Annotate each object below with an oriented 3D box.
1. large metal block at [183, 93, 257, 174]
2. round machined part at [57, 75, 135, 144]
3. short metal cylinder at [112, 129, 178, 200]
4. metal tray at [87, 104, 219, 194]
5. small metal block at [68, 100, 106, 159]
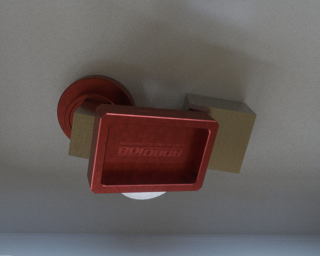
[{"bbox_3d":[0.067,0.006,0.398,0.081,0.050,0.079,9,110,-4],"label":"large metal block"},{"bbox_3d":[-0.081,-0.015,0.394,0.099,0.042,0.097,0,110,-1],"label":"round machined part"},{"bbox_3d":[-0.021,0.046,0.400,0.081,0.050,0.079,-7,124,-10],"label":"short metal cylinder"},{"bbox_3d":[-0.008,0.025,0.341,0.131,0.030,0.089,3,112,-22],"label":"metal tray"},{"bbox_3d":[-0.082,0.001,0.350,0.025,0.050,0.050,12,110,-5],"label":"small metal block"}]
